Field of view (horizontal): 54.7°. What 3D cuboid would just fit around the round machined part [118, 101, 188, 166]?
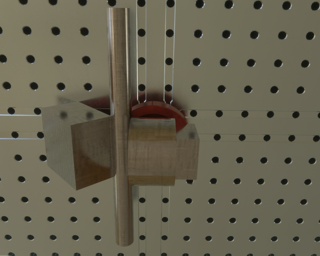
[{"bbox_3d":[-0.008,0.011,0.407,0.099,0.042,0.097,0,110,-1],"label":"round machined part"}]

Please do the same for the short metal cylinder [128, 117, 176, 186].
[{"bbox_3d":[-0.009,0.027,0.362,0.050,0.080,0.079,1,110,-1],"label":"short metal cylinder"}]

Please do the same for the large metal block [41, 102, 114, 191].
[{"bbox_3d":[-0.102,0.018,0.383,0.050,0.080,0.079,-16,116,-39],"label":"large metal block"}]

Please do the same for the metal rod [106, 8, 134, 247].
[{"bbox_3d":[-0.046,0.015,0.374,0.025,0.025,0.298,1,110,-1],"label":"metal rod"}]

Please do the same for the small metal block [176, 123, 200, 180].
[{"bbox_3d":[0.030,0.027,0.365,0.025,0.050,0.050,1,110,-1],"label":"small metal block"}]
